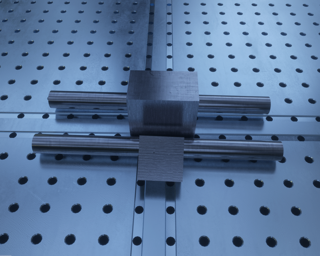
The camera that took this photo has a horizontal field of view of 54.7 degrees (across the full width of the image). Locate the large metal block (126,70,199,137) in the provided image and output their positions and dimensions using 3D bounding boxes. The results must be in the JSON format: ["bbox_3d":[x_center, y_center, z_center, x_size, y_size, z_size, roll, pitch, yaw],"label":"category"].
[{"bbox_3d":[0.004,-0.024,0.386,0.081,0.080,0.050,1,50,1],"label":"large metal block"}]

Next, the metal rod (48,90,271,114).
[{"bbox_3d":[-0.001,-0.036,0.432,0.302,0.025,0.025,2,50,1],"label":"metal rod"}]

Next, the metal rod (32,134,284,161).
[{"bbox_3d":[-0.003,0.024,0.383,0.302,0.025,0.025,2,50,1],"label":"metal rod"}]

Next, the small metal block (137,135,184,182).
[{"bbox_3d":[0.001,0.035,0.358,0.050,0.025,0.050,2,87,1],"label":"small metal block"}]

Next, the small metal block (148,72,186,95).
[{"bbox_3d":[0.009,-0.064,0.442,0.050,0.025,0.050,1,16,0],"label":"small metal block"}]
